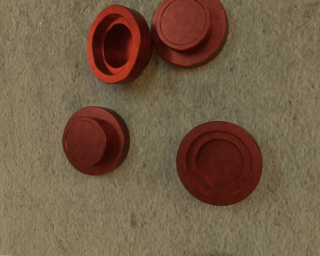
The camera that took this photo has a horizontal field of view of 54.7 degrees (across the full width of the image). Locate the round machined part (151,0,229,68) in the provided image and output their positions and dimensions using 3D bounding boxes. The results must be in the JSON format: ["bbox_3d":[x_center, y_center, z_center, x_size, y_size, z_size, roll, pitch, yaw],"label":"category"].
[{"bbox_3d":[0.034,-0.127,0.388,0.098,0.042,0.097,0,90,19],"label":"round machined part"}]

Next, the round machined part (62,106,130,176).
[{"bbox_3d":[-0.095,0.018,0.432,0.098,0.042,0.097,0,90,19],"label":"round machined part"}]

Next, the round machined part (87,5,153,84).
[{"bbox_3d":[-0.048,-0.106,0.405,0.098,0.042,0.097,3,95,39],"label":"round machined part"}]

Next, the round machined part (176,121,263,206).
[{"bbox_3d":[0.073,0.040,0.374,0.098,0.042,0.097,0,90,19],"label":"round machined part"}]
